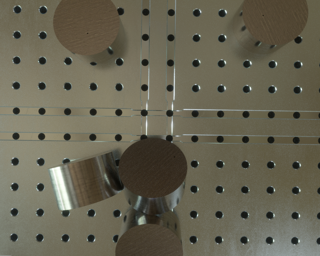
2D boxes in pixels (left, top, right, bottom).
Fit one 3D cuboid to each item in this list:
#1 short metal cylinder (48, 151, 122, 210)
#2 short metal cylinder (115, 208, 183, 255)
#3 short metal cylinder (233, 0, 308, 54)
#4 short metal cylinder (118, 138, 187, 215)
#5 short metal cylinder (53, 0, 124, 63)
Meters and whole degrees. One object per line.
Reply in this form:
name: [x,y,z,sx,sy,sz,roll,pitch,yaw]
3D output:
short metal cylinder: [-0.092,0.063,0.385,0.080,0.080,0.050,-15,90,0]
short metal cylinder: [-0.013,0.143,0.392,0.081,0.050,0.079,0,104,0]
short metal cylinder: [0.141,-0.141,0.402,0.081,0.050,0.079,0,90,0]
short metal cylinder: [-0.008,0.059,0.382,0.081,0.050,0.080,0,53,0]
short metal cylinder: [-0.089,-0.128,0.400,0.081,0.050,0.079,0,90,0]
